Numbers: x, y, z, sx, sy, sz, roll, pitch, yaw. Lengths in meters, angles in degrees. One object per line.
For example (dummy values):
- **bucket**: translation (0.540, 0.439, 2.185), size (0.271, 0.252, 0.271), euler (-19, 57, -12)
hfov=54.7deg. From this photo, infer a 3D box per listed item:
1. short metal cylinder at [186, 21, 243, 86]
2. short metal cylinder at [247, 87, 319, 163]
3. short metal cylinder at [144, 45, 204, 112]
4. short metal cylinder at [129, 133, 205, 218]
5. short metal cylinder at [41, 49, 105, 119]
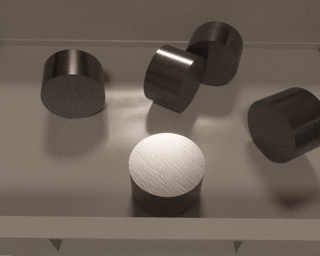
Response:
- **short metal cylinder**: translation (0.080, -0.110, 0.463), size (0.080, 0.080, 0.050), euler (14, 52, 11)
- **short metal cylinder**: translation (0.152, -0.004, 0.375), size (0.050, 0.080, 0.080), euler (-21, 53, -17)
- **short metal cylinder**: translation (0.020, -0.068, 0.427), size (0.050, 0.080, 0.080), euler (25, 54, 19)
- **short metal cylinder**: translation (0.007, 0.052, 0.345), size (0.081, 0.050, 0.080), euler (0, 50, 0)
- **short metal cylinder**: translation (-0.116, -0.058, 0.416), size (0.081, 0.080, 0.050), euler (-7, 51, -6)
